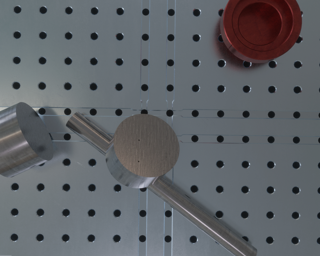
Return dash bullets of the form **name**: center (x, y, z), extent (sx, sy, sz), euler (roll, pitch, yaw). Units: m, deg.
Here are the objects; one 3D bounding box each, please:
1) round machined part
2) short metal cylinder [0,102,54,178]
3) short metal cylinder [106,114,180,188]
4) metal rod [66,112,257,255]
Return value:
- **round machined part**: center (0.128, -0.133, 0.406), extent (0.099, 0.042, 0.097), euler (0, 90, 0)
- **short metal cylinder**: center (-0.177, 0.014, 0.384), extent (0.050, 0.080, 0.080), euler (-25, 90, 0)
- **short metal cylinder**: center (-0.023, 0.029, 0.383), extent (0.081, 0.050, 0.080), euler (9, 63, -17)
- **metal rod**: center (0.002, 0.080, 0.413), extent (0.300, 0.025, 0.025), euler (38, 90, 0)
